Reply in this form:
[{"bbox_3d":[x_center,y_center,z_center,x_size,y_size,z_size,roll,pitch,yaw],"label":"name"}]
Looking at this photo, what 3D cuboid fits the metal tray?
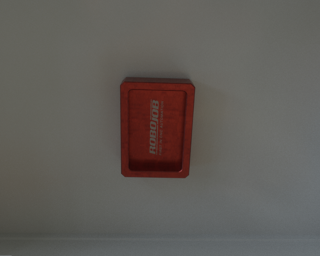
[{"bbox_3d":[-0.005,0.001,0.406,0.091,0.030,0.129,1,110,-2],"label":"metal tray"}]
